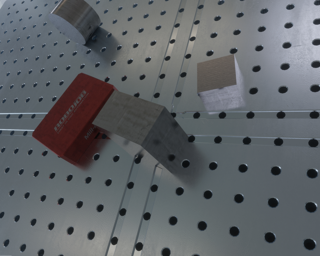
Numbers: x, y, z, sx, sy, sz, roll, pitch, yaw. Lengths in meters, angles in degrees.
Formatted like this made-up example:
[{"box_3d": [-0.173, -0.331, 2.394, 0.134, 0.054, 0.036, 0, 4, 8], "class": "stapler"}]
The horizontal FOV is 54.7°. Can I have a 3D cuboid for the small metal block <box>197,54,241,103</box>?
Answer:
[{"box_3d": [0.077, -0.064, 0.407, 0.050, 0.025, 0.050, -10, 57, 22], "class": "small metal block"}]

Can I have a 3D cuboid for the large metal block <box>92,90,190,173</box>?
[{"box_3d": [-0.021, 0.004, 0.381, 0.080, 0.080, 0.050, 21, 73, 36], "class": "large metal block"}]

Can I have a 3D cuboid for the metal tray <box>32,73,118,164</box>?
[{"box_3d": [-0.129, -0.019, 0.485, 0.090, 0.030, 0.130, 25, 75, 36], "class": "metal tray"}]

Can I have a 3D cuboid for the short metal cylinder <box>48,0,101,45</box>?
[{"box_3d": [-0.160, -0.203, 0.582, 0.080, 0.080, 0.050, 23, 74, 36], "class": "short metal cylinder"}]
